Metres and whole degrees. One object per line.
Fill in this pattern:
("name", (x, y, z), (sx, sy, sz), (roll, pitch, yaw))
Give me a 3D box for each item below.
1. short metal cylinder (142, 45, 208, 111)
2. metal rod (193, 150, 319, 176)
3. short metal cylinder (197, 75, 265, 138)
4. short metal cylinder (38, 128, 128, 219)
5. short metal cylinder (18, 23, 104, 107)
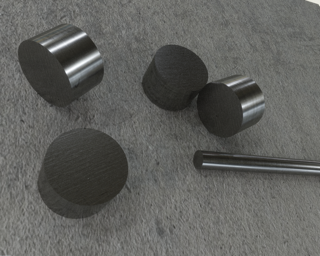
("short metal cylinder", (0.021, -0.071, 0.440), (0.081, 0.050, 0.080), (12, 56, -19))
("metal rod", (0.186, 0.057, 0.468), (0.302, 0.025, 0.025), (7, 59, -25))
("short metal cylinder", (0.099, -0.032, 0.441), (0.050, 0.080, 0.080), (-22, 74, -36))
("short metal cylinder", (-0.079, 0.047, 0.317), (0.081, 0.050, 0.080), (14, 56, -21))
("short metal cylinder", (-0.111, -0.071, 0.352), (0.080, 0.080, 0.050), (43, 51, 1))
